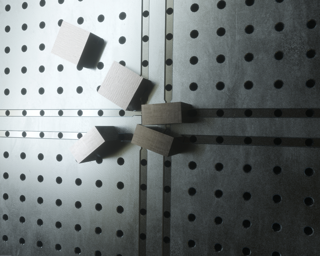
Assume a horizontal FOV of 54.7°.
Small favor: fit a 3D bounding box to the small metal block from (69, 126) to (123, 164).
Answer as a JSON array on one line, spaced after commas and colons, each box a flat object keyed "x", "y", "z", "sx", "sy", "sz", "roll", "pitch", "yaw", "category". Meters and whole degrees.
[{"x": -0.088, "y": 0.022, "z": 0.429, "sx": 0.050, "sy": 0.050, "sz": 0.025, "roll": -39, "pitch": 78, "yaw": 15, "category": "small metal block"}]

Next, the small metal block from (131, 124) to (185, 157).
[{"x": -0.001, "y": 0.015, "z": 0.399, "sx": 0.050, "sy": 0.050, "sz": 0.025, "roll": 20, "pitch": 97, "yaw": 18, "category": "small metal block"}]

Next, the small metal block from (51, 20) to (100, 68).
[{"x": -0.125, "y": -0.122, "z": 0.455, "sx": 0.050, "sy": 0.025, "sz": 0.050, "roll": 27, "pitch": 99, "yaw": 17, "category": "small metal block"}]

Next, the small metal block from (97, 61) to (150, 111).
[{"x": -0.050, "y": -0.058, "z": 0.429, "sx": 0.050, "sy": 0.025, "sz": 0.050, "roll": 33, "pitch": 100, "yaw": 16, "category": "small metal block"}]

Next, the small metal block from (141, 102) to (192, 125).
[{"x": 0.010, "y": -0.017, "z": 0.395, "sx": 0.050, "sy": 0.050, "sz": 0.025, "roll": -3, "pitch": 89, "yaw": 19, "category": "small metal block"}]
